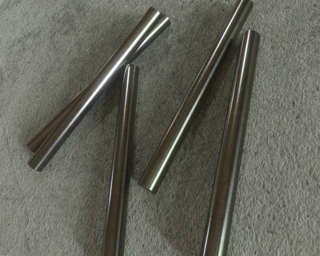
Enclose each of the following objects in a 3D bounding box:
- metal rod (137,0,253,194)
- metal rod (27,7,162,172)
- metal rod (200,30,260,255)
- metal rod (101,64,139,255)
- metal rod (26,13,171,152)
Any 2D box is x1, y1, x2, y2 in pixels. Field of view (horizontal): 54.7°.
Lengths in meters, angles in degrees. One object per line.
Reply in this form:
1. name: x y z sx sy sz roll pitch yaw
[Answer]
1. metal rod: 0.054 -0.054 0.408 0.025 0.025 0.300 17 71 35
2. metal rod: -0.098 -0.060 0.473 0.025 0.025 0.300 36 88 38
3. metal rod: 0.084 0.010 0.353 0.025 0.025 0.300 2 62 29
4. metal rod: -0.049 0.037 0.407 0.025 0.025 0.299 -12 57 22
5. metal rod: -0.096 -0.073 0.499 0.300 0.025 0.025 -46 51 -4
